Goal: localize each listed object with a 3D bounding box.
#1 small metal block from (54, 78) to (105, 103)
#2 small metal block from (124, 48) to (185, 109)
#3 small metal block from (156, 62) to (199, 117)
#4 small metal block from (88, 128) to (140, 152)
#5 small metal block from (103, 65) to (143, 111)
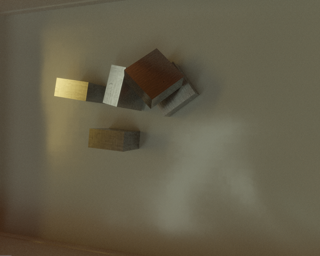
[{"bbox_3d":[-0.110,-0.052,0.435,0.050,0.050,0.025,10,94,19],"label":"small metal block"},{"bbox_3d":[-0.007,-0.060,0.374,0.050,0.025,0.050,-38,76,-18],"label":"small metal block"},{"bbox_3d":[0.015,-0.049,0.405,0.050,0.025,0.050,-36,79,16],"label":"small metal block"},{"bbox_3d":[-0.060,0.015,0.417,0.050,0.050,0.025,5,92,19],"label":"small metal block"},{"bbox_3d":[-0.044,-0.052,0.409,0.025,0.050,0.050,17,96,34],"label":"small metal block"}]
